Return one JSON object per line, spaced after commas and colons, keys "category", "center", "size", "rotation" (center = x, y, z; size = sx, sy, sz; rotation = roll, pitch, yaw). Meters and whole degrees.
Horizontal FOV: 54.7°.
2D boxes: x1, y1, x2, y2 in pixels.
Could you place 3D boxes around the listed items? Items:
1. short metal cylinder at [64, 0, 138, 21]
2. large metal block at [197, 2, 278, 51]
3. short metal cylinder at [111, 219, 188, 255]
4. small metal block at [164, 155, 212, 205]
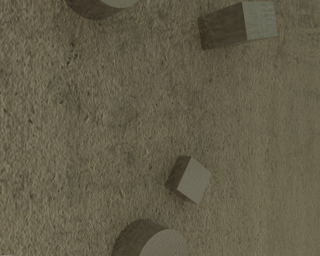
{"category": "short metal cylinder", "center": [-0.064, -0.163, 0.335], "size": [0.081, 0.050, 0.080], "rotation": [0, 90, -40]}
{"category": "large metal block", "center": [0.116, -0.152, 0.466], "size": [0.081, 0.080, 0.050], "rotation": [-19, 102, -38]}
{"category": "short metal cylinder", "center": [-0.012, 0.158, 0.379], "size": [0.081, 0.050, 0.080], "rotation": [0, 90, -40]}
{"category": "small metal block", "center": [0.041, 0.073, 0.439], "size": [0.050, 0.025, 0.050], "rotation": [41, 65, -33]}
